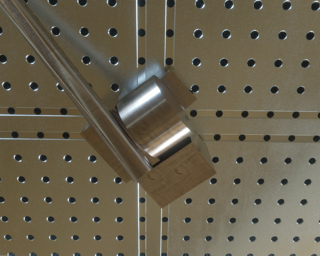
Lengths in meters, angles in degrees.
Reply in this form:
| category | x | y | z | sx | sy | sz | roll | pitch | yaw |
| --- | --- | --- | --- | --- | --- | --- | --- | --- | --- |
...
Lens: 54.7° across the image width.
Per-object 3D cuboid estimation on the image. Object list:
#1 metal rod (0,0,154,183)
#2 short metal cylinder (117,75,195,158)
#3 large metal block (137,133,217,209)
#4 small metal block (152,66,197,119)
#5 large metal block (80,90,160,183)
| category | x | y | z | sx | sy | sz | roll | pitch | yaw |
| --- | --- | --- | --- | --- | --- | --- | --- | --- | --- |
| metal rod | -0.109 | -0.069 | 0.331 | 0.025 | 0.025 | 0.300 | -40 | 85 | 13 |
| short metal cylinder | -0.004 | -0.013 | 0.352 | 0.050 | 0.080 | 0.080 | -35 | 107 | 12 |
| large metal block | 0.019 | 0.043 | 0.398 | 0.080 | 0.080 | 0.050 | -36 | 107 | 12 |
| small metal block | 0.011 | -0.042 | 0.399 | 0.050 | 0.025 | 0.050 | -40 | 106 | 13 |
| large metal block | -0.045 | 0.008 | 0.387 | 0.050 | 0.080 | 0.080 | -36 | 107 | 12 |
